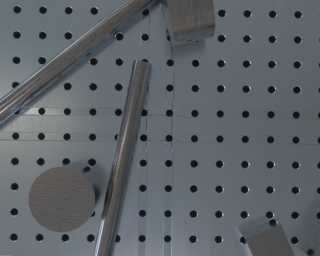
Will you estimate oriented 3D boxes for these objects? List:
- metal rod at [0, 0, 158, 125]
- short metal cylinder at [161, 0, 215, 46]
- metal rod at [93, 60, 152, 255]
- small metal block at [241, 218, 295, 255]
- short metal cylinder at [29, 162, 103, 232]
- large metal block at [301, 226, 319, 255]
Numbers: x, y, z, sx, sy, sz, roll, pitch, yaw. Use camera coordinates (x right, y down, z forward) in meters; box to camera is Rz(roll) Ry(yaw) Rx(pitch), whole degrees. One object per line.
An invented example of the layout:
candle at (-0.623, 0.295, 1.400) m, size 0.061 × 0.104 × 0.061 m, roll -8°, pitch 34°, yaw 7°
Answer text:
metal rod at (-0.118, -0.096, 0.412) m, size 0.300 × 0.025 × 0.025 m, roll -38°, pitch 90°, yaw 0°
short metal cylinder at (0.033, -0.147, 0.386) m, size 0.050 × 0.080 × 0.080 m, roll -14°, pitch 90°, yaw 0°
metal rod at (-0.053, 0.059, 0.412) m, size 0.025 × 0.025 × 0.298 m, roll 12°, pitch 90°, yaw 0°
small metal block at (0.144, 0.158, 0.415) m, size 0.050 × 0.025 × 0.050 m, roll -23°, pitch 90°, yaw 0°
short metal cylinder at (-0.119, 0.086, 0.400) m, size 0.081 × 0.050 × 0.079 m, roll 0°, pitch 90°, yaw 0°
large metal block at (0.251, 0.161, 0.403) m, size 0.080 × 0.050 × 0.080 m, roll 37°, pitch 90°, yaw 0°
